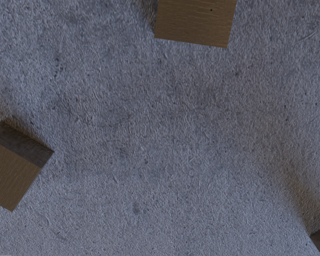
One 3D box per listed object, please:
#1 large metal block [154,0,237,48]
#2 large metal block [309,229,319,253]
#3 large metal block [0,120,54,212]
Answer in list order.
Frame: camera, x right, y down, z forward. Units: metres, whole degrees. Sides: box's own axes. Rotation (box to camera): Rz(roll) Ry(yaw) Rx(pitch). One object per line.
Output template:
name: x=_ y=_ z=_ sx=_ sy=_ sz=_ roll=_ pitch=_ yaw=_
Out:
large metal block: x=0.039 y=-0.138 z=0.346 sx=0.081 sy=0.050 sz=0.079 roll=7 pitch=110 yaw=-3
large metal block: x=0.281 y=0.196 z=0.455 sx=0.050 sy=0.080 sz=0.080 roll=-42 pitch=105 yaw=14
large metal block: x=-0.204 y=0.051 z=0.413 sx=0.080 sy=0.050 sz=0.080 roll=34 pitch=106 yaw=-12
